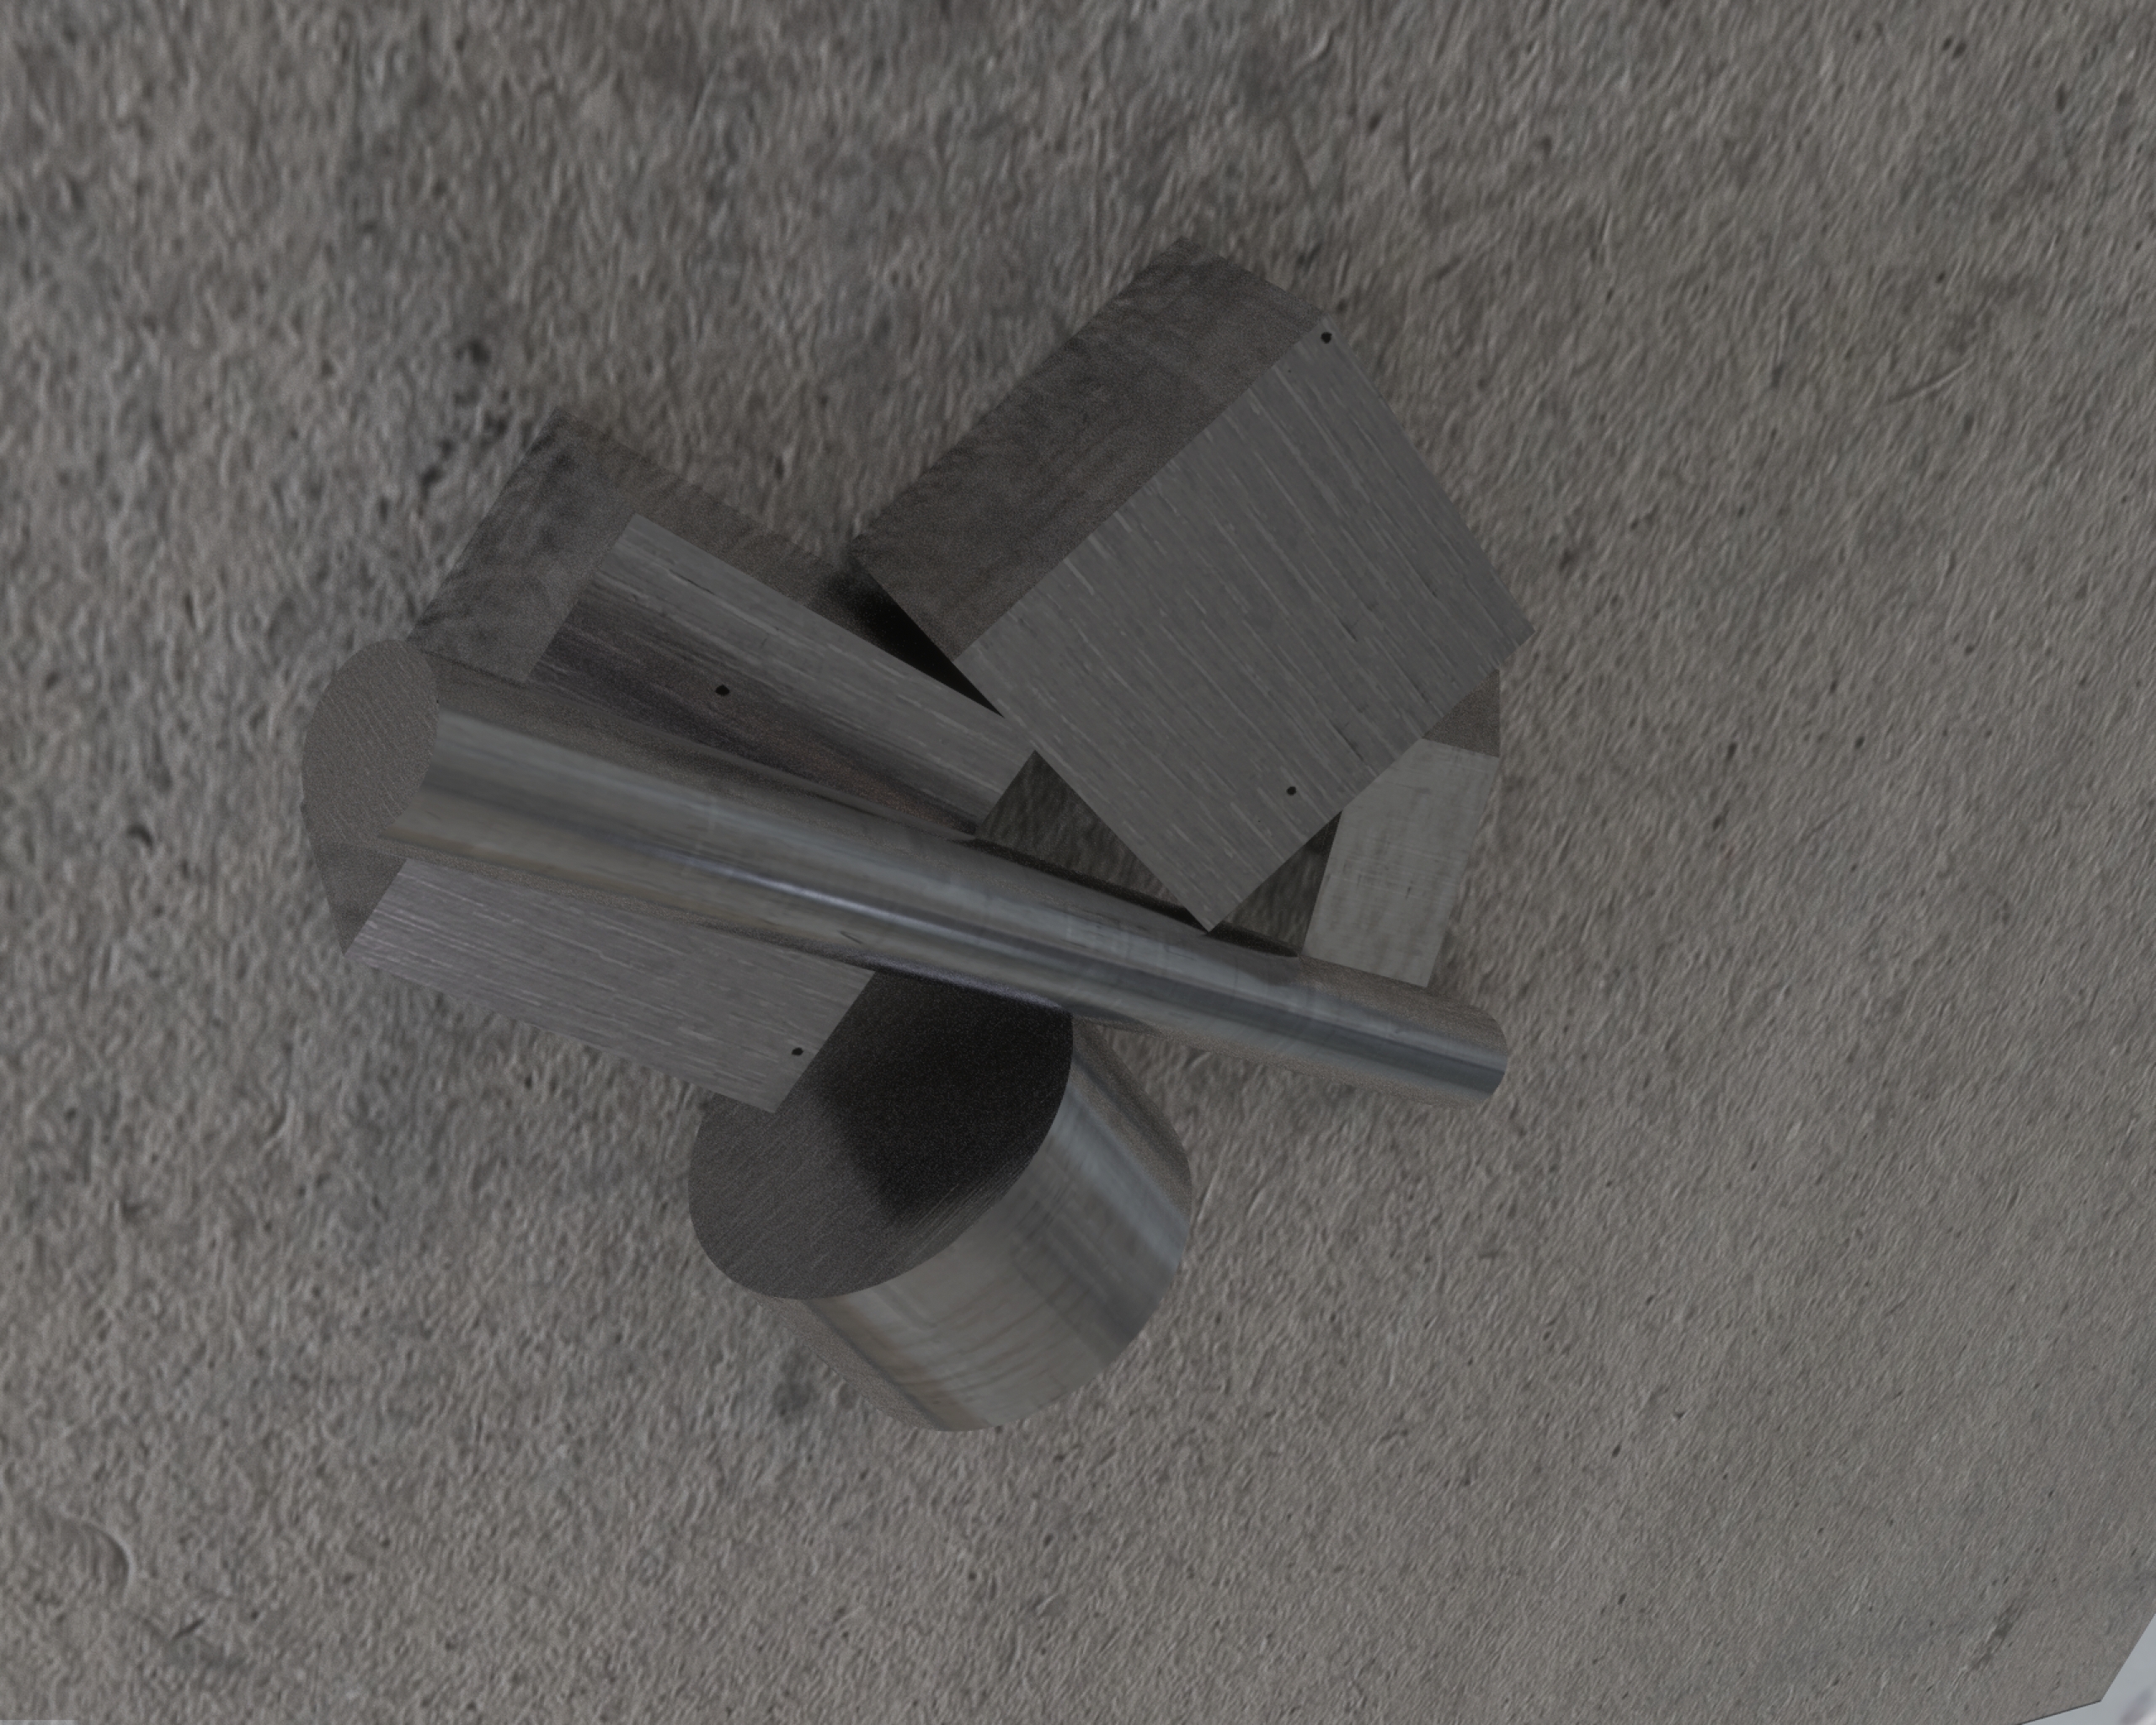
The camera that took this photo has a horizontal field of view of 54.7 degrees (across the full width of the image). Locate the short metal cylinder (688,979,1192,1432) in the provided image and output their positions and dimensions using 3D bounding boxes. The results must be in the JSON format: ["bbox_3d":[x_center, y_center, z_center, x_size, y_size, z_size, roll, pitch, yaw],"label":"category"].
[{"bbox_3d":[-0.025,0.059,0.395,0.080,0.080,0.050,-38,130,-3],"label":"short metal cylinder"}]

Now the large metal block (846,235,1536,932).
[{"bbox_3d":[0.021,-0.048,0.371,0.080,0.050,0.080,-43,130,1],"label":"large metal block"}]

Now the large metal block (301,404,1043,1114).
[{"bbox_3d":[-0.068,-0.015,0.346,0.080,0.050,0.080,28,103,-38],"label":"large metal block"}]

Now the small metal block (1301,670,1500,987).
[{"bbox_3d":[0.065,-0.011,0.418,0.025,0.050,0.050,15,116,4],"label":"small metal block"}]

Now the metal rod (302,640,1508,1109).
[{"bbox_3d":[0.002,0.015,0.366,0.301,0.025,0.025,19,109,-53],"label":"metal rod"}]
